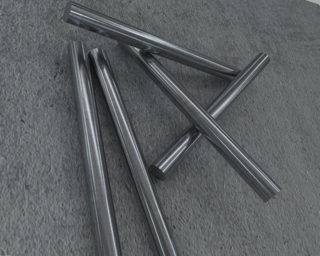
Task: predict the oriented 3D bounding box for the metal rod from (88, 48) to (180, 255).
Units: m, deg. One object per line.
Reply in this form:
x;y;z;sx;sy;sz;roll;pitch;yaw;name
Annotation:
-0.033;0.031;0.366;0.025;0.025;0.299;-9;66;-32;metal rod

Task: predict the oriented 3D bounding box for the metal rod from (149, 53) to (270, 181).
0.088;-0.033;0.453;0.025;0.025;0.302;45;56;3;metal rod

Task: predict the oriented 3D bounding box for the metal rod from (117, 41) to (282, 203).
0.038;-0.029;0.405;0.025;0.025;0.300;-25;64;-37;metal rod

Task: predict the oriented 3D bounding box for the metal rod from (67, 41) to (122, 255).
-0.075;0.025;0.347;0.025;0.025;0.299;0;62;-29;metal rod

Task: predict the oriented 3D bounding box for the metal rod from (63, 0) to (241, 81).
0.014;-0.111;0.442;0.302;0.025;0.025;11;57;-36;metal rod
